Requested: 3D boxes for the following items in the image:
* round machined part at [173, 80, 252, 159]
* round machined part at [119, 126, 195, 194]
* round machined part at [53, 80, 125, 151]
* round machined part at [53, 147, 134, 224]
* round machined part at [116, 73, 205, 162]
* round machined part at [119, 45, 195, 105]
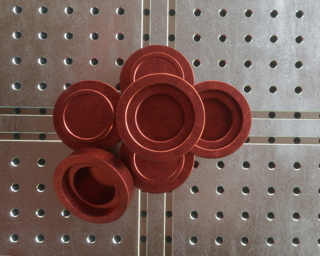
[{"bbox_3d":[0.065,-0.011,0.405,0.099,0.042,0.097,0,90,0],"label":"round machined part"},{"bbox_3d":[-0.004,0.038,0.404,0.099,0.042,0.097,0,90,0],"label":"round machined part"},{"bbox_3d":[-0.091,-0.014,0.404,0.099,0.042,0.097,0,90,0],"label":"round machined part"},{"bbox_3d":[-0.079,0.068,0.391,0.098,0.042,0.097,5,113,13],"label":"round machined part"},{"bbox_3d":[0.001,-0.012,0.362,0.099,0.042,0.097,0,90,0],"label":"round machined part"},{"bbox_3d":[-0.004,-0.060,0.405,0.099,0.042,0.097,0,90,0],"label":"round machined part"}]
